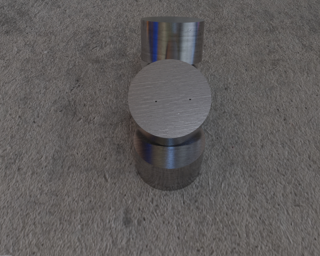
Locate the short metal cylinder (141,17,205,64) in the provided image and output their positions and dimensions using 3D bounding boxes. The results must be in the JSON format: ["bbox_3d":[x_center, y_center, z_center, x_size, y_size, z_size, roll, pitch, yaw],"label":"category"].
[{"bbox_3d":[0.016,-0.115,0.401,0.081,0.050,0.080,1,25,0],"label":"short metal cylinder"}]

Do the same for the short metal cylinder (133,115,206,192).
[{"bbox_3d":[0.011,0.027,0.366,0.080,0.050,0.080,0,50,0],"label":"short metal cylinder"}]

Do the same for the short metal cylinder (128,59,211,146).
[{"bbox_3d":[0.010,-0.024,0.323,0.080,0.050,0.080,0,78,1],"label":"short metal cylinder"}]

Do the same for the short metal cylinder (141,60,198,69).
[{"bbox_3d":[0.013,-0.076,0.453,0.080,0.050,0.080,0,50,0],"label":"short metal cylinder"}]

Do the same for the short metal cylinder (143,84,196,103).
[{"bbox_3d":[0.012,-0.035,0.400,0.080,0.080,0.050,1,50,1],"label":"short metal cylinder"}]
